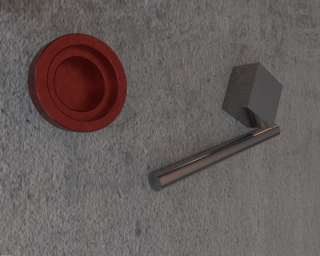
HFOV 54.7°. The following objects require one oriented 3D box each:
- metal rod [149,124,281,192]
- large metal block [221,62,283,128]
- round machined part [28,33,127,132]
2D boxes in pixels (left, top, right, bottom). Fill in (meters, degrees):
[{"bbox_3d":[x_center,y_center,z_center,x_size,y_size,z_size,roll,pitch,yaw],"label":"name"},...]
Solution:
[{"bbox_3d":[0.106,0.037,0.496,0.302,0.025,0.025,-16,101,-39],"label":"metal rod"},{"bbox_3d":[0.157,-0.053,0.523,0.080,0.050,0.080,30,72,-37],"label":"large metal block"},{"bbox_3d":[-0.087,-0.044,0.322,0.099,0.042,0.097,0,90,-40],"label":"round machined part"}]
